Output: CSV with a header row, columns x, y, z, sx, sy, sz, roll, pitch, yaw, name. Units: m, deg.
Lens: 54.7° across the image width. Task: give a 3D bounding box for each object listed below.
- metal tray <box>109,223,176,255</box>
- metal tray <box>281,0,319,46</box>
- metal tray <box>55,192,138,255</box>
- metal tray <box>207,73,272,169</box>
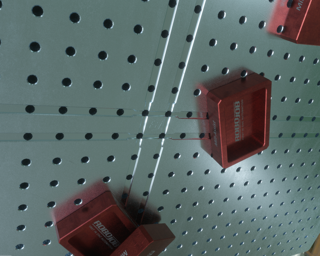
x,y,z,sx,sy,sz,roll,pitch,yaw,name
-0.044,0.207,0.490,0.130,0.030,0.090,-47,151,7,metal tray
0.229,-0.181,0.424,0.091,0.030,0.129,-4,120,-27,metal tray
-0.082,0.164,0.465,0.090,0.030,0.130,-33,129,-7,metal tray
0.122,-0.008,0.471,0.091,0.030,0.129,-23,127,-15,metal tray
